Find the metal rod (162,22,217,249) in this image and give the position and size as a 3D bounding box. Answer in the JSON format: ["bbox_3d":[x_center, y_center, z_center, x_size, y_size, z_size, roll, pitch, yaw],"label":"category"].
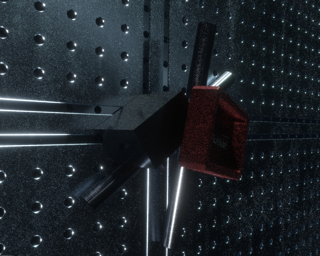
[{"bbox_3d":[0.038,0.013,0.413,0.025,0.025,0.298,5,96,-40],"label":"metal rod"}]

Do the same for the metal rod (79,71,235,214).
[{"bbox_3d":[0.015,0.002,0.424,0.302,0.025,0.025,-41,115,-32],"label":"metal rod"}]

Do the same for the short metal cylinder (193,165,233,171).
[{"bbox_3d":[0.072,0.026,0.454,0.081,0.050,0.079,0,90,-40],"label":"short metal cylinder"}]

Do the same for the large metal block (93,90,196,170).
[{"bbox_3d":[-0.015,0.000,0.361,0.080,0.080,0.050,-41,116,-32],"label":"large metal block"}]

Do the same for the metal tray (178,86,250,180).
[{"bbox_3d":[0.072,0.012,0.376,0.130,0.030,0.090,25,74,-57],"label":"metal tray"}]
